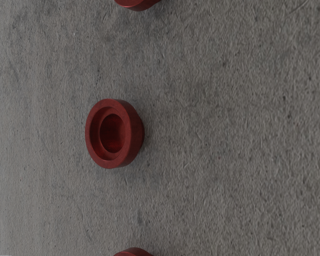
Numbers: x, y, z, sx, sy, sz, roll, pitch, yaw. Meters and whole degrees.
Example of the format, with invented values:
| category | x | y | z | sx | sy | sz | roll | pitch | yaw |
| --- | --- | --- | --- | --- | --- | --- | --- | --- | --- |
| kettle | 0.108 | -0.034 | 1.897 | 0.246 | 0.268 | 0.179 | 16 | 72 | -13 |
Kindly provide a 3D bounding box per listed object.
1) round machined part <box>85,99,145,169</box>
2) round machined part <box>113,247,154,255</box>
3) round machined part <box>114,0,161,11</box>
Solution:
| category | x | y | z | sx | sy | sz | roll | pitch | yaw |
| --- | --- | --- | --- | --- | --- | --- | --- | --- | --- |
| round machined part | -0.061 | 0.008 | 0.444 | 0.098 | 0.042 | 0.097 | 0 | 90 | 40 |
| round machined part | -0.025 | 0.210 | 0.415 | 0.098 | 0.042 | 0.097 | 0 | 90 | 40 |
| round machined part | -0.020 | -0.204 | 0.411 | 0.098 | 0.042 | 0.097 | 0 | 90 | 40 |
